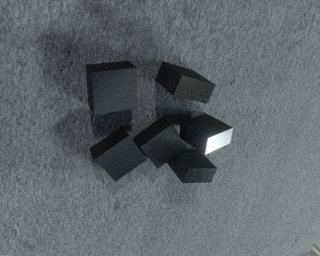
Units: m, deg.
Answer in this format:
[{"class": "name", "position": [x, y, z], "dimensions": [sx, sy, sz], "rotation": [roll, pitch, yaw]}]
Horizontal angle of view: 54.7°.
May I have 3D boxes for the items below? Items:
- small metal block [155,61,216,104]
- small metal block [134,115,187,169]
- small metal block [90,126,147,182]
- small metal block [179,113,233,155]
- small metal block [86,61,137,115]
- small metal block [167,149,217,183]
[{"class": "small metal block", "position": [0.030, -0.055, 0.374], "dimensions": [0.050, 0.050, 0.025], "rotation": [9, 114, -33]}, {"class": "small metal block", "position": [0.001, 0.020, 0.421], "dimensions": [0.050, 0.025, 0.050], "rotation": [-36, 130, -4]}, {"class": "small metal block", "position": [-0.053, 0.034, 0.400], "dimensions": [0.050, 0.025, 0.050], "rotation": [-36, 129, -5]}, {"class": "small metal block", "position": [0.063, 0.007, 0.424], "dimensions": [0.050, 0.050, 0.025], "rotation": [-19, 127, -36]}, {"class": "small metal block", "position": [-0.054, -0.046, 0.350], "dimensions": [0.050, 0.025, 0.050], "rotation": [-11, 123, -23]}, {"class": "small metal block", "position": [0.046, 0.055, 0.452], "dimensions": [0.050, 0.050, 0.025], "rotation": [5, 116, -31]}]
